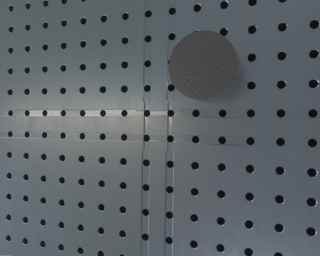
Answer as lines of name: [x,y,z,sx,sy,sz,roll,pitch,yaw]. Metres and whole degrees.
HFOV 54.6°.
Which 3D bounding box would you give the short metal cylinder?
short metal cylinder: [0.057,-0.072,0.380,0.080,0.050,0.080,0,90,20]
